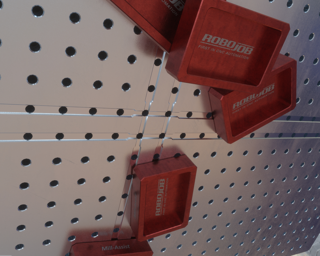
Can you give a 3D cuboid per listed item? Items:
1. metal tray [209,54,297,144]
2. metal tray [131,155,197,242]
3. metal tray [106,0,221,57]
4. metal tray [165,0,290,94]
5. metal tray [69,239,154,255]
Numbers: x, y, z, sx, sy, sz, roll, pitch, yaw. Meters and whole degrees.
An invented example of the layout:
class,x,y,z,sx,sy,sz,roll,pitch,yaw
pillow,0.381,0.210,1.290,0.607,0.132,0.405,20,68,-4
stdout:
class,x,y,z,sx,sy,sz,roll,pitch,yaw
metal tray,0.141,-0.043,0.460,0.131,0.030,0.090,-27,128,-12
metal tray,0.004,0.110,0.479,0.091,0.030,0.129,-10,123,-24
metal tray,0.000,-0.145,0.319,0.130,0.030,0.090,33,100,-39
metal tray,0.079,-0.092,0.356,0.131,0.030,0.089,4,117,-31
metal tray,-0.085,0.227,0.503,0.131,0.030,0.089,9,114,-33
